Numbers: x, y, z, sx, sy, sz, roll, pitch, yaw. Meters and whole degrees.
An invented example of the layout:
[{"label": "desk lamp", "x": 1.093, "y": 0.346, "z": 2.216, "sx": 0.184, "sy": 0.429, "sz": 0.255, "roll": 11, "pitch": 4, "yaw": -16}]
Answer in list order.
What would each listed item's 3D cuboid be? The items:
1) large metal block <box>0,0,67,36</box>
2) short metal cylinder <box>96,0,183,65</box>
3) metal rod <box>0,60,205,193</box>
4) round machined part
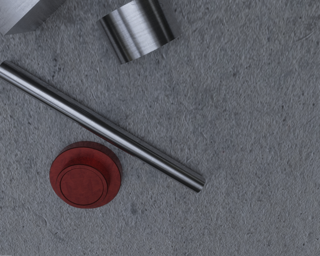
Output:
[{"label": "large metal block", "x": -0.138, "y": -0.146, "z": 0.325, "sx": 0.080, "sy": 0.080, "sz": 0.050, "roll": -38, "pitch": 106, "yaw": 12}, {"label": "short metal cylinder", "x": -0.022, "y": -0.110, "z": 0.340, "sx": 0.080, "sy": 0.080, "sz": 0.050, "roll": -24, "pitch": 109, "yaw": 8}, {"label": "metal rod", "x": -0.069, "y": 0.004, "z": 0.410, "sx": 0.301, "sy": 0.025, "sz": 0.025, "roll": 32, "pitch": 107, "yaw": -12}, {"label": "round machined part", "x": -0.103, "y": 0.071, "z": 0.425, "sx": 0.099, "sy": 0.042, "sz": 0.097, "roll": 0, "pitch": 110, "yaw": -1}]
